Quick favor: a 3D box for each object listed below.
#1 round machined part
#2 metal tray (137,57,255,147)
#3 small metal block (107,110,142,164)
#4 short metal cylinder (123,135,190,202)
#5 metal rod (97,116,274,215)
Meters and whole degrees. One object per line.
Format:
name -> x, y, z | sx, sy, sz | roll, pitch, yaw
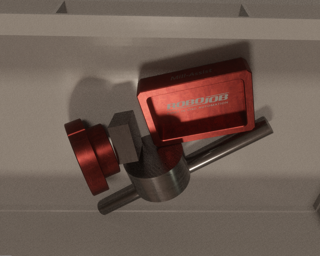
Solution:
round machined part -> -0.083, 0.033, 0.394 | 0.042, 0.098, 0.097 | -22, 131, -13
metal tray -> 0.046, -0.028, 0.382 | 0.131, 0.030, 0.090 | -11, 130, 8
small metal block -> -0.043, 0.011, 0.392 | 0.025, 0.050, 0.050 | -11, 112, 7
short metal cylinder -> -0.003, 0.052, 0.418 | 0.080, 0.080, 0.050 | -11, 130, 9
metal rod -> 0.023, 0.065, 0.464 | 0.300, 0.025, 0.025 | -30, 124, 23
